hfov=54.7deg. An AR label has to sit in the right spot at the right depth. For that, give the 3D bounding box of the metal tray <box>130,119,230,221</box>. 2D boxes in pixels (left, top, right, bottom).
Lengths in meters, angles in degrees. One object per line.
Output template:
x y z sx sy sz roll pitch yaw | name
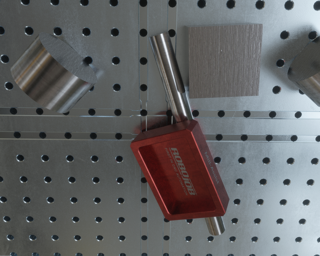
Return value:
0.027 0.060 0.413 0.090 0.030 0.129 -15 109 29 | metal tray

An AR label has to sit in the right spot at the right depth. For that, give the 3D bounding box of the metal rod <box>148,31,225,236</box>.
0.042 0.021 0.421 0.025 0.025 0.298 -16 110 6 | metal rod

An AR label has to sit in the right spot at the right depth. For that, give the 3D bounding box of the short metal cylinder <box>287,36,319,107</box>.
0.199 -0.070 0.360 0.050 0.080 0.080 38 106 -13 | short metal cylinder

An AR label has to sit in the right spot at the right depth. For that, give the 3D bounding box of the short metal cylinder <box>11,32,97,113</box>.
-0.121 -0.063 0.359 0.050 0.080 0.080 -43 105 14 | short metal cylinder

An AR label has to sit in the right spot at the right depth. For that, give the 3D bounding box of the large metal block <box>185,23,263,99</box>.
0.073 -0.082 0.370 0.080 0.050 0.079 -2 110 1 | large metal block
